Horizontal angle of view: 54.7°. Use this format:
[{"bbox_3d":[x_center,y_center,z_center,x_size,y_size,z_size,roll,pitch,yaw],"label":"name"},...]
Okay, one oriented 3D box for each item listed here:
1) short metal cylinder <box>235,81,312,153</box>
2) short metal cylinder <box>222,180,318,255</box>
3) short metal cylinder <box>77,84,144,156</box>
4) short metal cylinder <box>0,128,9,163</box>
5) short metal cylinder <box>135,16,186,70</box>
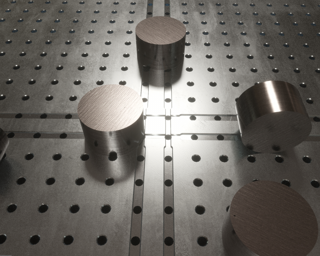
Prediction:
[{"bbox_3d":[0.138,-0.012,0.384,0.081,0.080,0.050,1,50,0],"label":"short metal cylinder"},{"bbox_3d":[0.106,0.100,0.309,0.081,0.050,0.080,0,50,0],"label":"short metal cylinder"},{"bbox_3d":[-0.061,-0.011,0.400,0.081,0.050,0.080,0,50,0],"label":"short metal cylinder"},{"bbox_3d":[-0.221,0.025,0.348,0.080,0.080,0.050,4,50,3],"label":"short metal cylinder"},{"bbox_3d":[0.001,-0.140,0.509,0.081,0.050,0.080,0,50,0],"label":"short metal cylinder"}]
